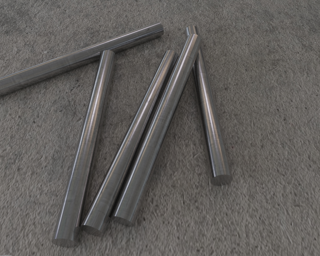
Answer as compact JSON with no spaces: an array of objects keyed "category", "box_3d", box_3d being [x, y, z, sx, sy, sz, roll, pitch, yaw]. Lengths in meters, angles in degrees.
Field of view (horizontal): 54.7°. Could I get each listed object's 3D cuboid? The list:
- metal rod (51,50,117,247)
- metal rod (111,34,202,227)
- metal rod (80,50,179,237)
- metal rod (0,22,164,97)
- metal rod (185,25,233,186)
[{"category":"metal rod","box_3d":[-0.088,-0.001,0.402,0.025,0.025,0.300,2,50,1]},{"category":"metal rod","box_3d":[0.007,-0.020,0.403,0.025,0.025,0.300,14,56,11]},{"category":"metal rod","box_3d":[-0.025,-0.005,0.407,0.025,0.025,0.300,13,51,11]},{"category":"metal rod","box_3d":[-0.126,-0.113,0.497,0.302,0.025,0.025,-27,55,-21]},{"category":"metal rod","box_3d":[0.063,-0.055,0.449,0.025,0.025,0.300,-2,50,-2]}]
